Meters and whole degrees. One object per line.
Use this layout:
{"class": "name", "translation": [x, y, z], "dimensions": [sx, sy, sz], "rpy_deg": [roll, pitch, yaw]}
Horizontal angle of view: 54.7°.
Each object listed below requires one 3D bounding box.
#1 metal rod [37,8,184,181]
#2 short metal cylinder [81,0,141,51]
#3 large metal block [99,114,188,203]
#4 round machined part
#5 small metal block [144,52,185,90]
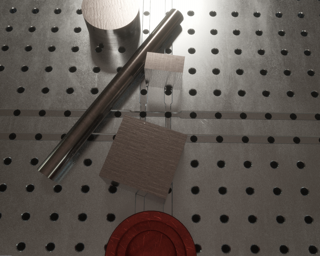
{"class": "metal rod", "translation": [-0.059, -0.057, 0.431], "dimensions": [0.025, 0.025, 0.300], "rpy_deg": [33, 73, 11]}
{"class": "short metal cylinder", "translation": [-0.070, -0.162, 0.457], "dimensions": [0.081, 0.050, 0.080], "rpy_deg": [0, 70, -1]}
{"class": "large metal block", "translation": [-0.018, 0.040, 0.384], "dimensions": [0.080, 0.050, 0.080], "rpy_deg": [18, 71, 6]}
{"class": "round machined part", "translation": [-0.010, 0.145, 0.350], "dimensions": [0.099, 0.042, 0.098], "rpy_deg": [0, 70, -1]}
{"class": "small metal block", "translation": [0.006, -0.077, 0.427], "dimensions": [0.050, 0.050, 0.025], "rpy_deg": [7, 70, 2]}
